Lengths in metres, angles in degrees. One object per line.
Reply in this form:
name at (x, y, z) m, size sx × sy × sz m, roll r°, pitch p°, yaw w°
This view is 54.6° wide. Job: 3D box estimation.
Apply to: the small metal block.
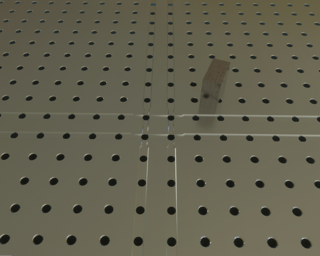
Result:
small metal block at (0.079, -0.063, 0.445) m, size 0.025 × 0.050 × 0.050 m, roll 18°, pitch 52°, yaw 14°
